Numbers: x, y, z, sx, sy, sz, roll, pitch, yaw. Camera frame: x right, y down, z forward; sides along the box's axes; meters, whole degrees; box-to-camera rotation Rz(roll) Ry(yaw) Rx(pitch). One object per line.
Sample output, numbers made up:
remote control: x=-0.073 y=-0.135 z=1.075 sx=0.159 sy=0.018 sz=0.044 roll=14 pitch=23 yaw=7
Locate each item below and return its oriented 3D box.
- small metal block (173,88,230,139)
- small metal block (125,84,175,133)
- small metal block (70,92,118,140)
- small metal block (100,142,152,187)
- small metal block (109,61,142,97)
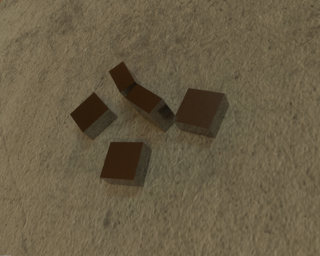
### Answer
small metal block: x=0.052 y=-0.019 z=0.388 sx=0.050 sy=0.025 sz=0.050 roll=14 pitch=69 yaw=33
small metal block: x=-0.011 y=-0.026 z=0.408 sx=0.050 sy=0.050 sz=0.025 roll=35 pitch=81 yaw=38
small metal block: x=-0.100 y=-0.018 z=0.466 sx=0.050 sy=0.025 sz=0.050 roll=-43 pitch=51 yaw=-2
small metal block: x=-0.043 y=0.046 z=0.397 sx=0.050 sy=0.025 sz=0.050 roll=-1 pitch=61 yaw=27
small metal block: x=-0.042 y=-0.059 z=0.445 sx=0.025 sy=0.050 sz=0.050 roll=-35 pitch=52 yaw=5
